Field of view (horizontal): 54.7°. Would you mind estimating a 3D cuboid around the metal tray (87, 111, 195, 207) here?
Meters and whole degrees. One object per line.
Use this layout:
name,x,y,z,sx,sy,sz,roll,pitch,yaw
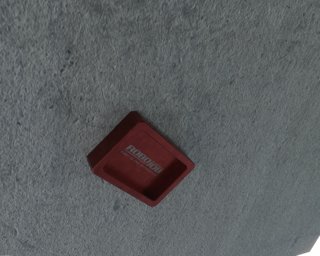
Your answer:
metal tray,-0.022,0.047,0.424,0.090,0.030,0.130,-46,130,3
